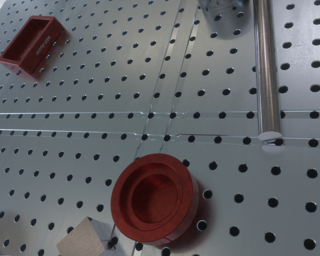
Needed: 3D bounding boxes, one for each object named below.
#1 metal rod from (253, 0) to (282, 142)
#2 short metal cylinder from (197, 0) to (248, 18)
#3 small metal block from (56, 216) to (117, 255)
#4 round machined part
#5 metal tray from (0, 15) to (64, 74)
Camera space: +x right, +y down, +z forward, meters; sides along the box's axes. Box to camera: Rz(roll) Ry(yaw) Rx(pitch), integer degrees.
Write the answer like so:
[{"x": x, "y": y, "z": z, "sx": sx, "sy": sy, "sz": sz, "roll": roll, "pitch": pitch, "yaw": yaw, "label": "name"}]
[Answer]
[{"x": 0.138, "y": -0.121, "z": 0.409, "sx": 0.025, "sy": 0.025, "sz": 0.299, "roll": -7, "pitch": 59, "yaw": 25, "label": "metal rod"}, {"x": 0.093, "y": -0.219, "z": 0.477, "sx": 0.080, "sy": 0.050, "sz": 0.080, "roll": -13, "pitch": 56, "yaw": 21, "label": "short metal cylinder"}, {"x": -0.087, "y": 0.143, "z": 0.366, "sx": 0.050, "sy": 0.025, "sz": 0.050, "roll": -43, "pitch": 51, "yaw": -2, "label": "small metal block"}, {"x": -0.002, "y": 0.081, "z": 0.349, "sx": 0.098, "sy": 0.042, "sz": 0.098, "roll": -13, "pitch": 56, "yaw": 21, "label": "round machined part"}, {"x": -0.274, "y": -0.180, "z": 0.659, "sx": 0.090, "sy": 0.030, "sz": 0.130, "roll": 16, "pitch": 70, "yaw": 34, "label": "metal tray"}]
